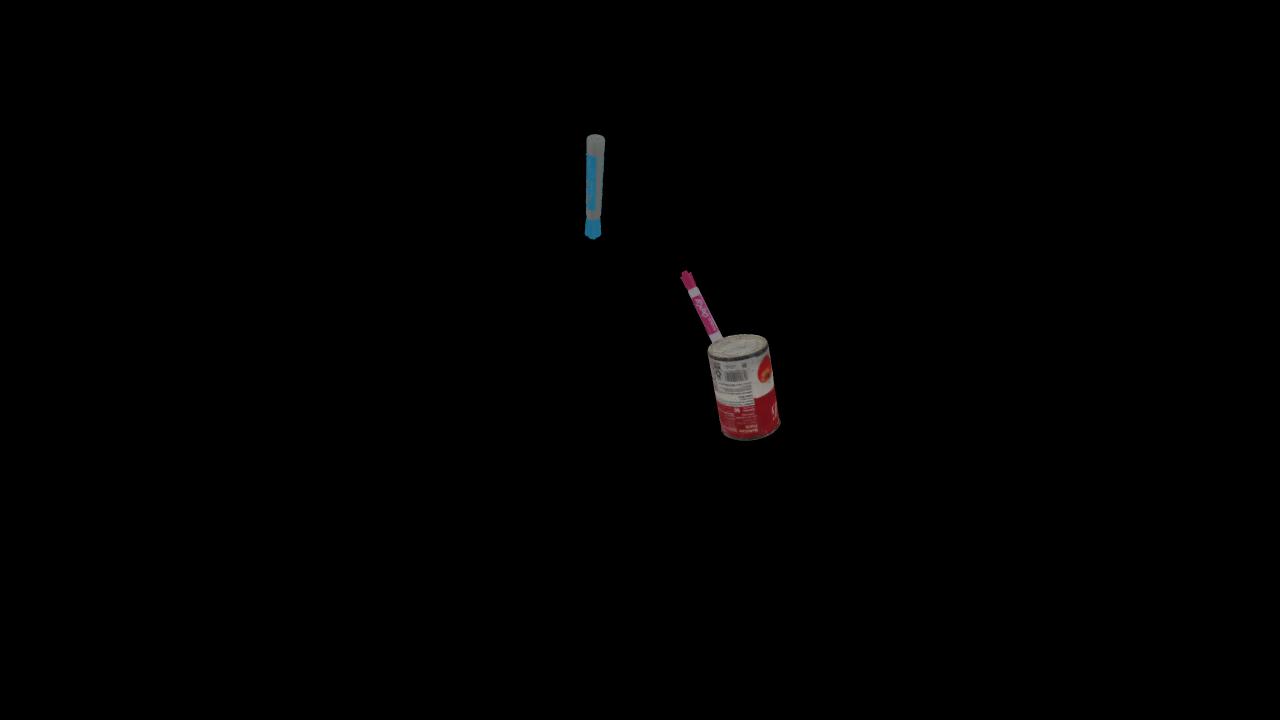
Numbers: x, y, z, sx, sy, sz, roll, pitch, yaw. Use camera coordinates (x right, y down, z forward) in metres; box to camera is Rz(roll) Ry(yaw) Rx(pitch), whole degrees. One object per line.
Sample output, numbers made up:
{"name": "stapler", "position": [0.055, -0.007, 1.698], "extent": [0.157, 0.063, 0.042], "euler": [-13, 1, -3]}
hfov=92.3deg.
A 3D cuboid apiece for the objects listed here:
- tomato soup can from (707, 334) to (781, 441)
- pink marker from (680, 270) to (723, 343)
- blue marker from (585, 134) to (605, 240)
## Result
{"name": "tomato soup can", "position": [0.114, 0.029, 0.679], "extent": [0.068, 0.101, 0.068], "euler": [-12, 21, 5]}
{"name": "pink marker", "position": [0.094, -0.083, 0.951], "extent": [0.020, 0.121, 0.020], "euler": [-26, 10, 5]}
{"name": "blue marker", "position": [-0.049, -0.182, 0.662], "extent": [0.020, 0.020, 0.121], "euler": [0, -43, -7]}
